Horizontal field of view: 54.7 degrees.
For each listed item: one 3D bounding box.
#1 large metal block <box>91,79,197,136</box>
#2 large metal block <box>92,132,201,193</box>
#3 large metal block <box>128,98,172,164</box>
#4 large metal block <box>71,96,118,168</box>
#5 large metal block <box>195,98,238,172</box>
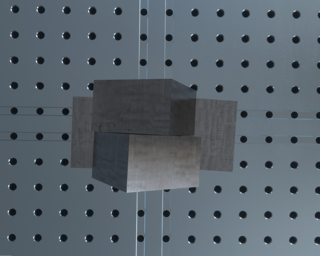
[{"bbox_3d":[-0.013,-0.019,0.322,0.080,0.080,0.050,3,90,22],"label":"large metal block"},{"bbox_3d":[-0.016,0.031,0.319,0.081,0.080,0.050,3,90,-34],"label":"large metal block"},{"bbox_3d":[-0.006,0.005,0.399,0.081,0.050,0.079,3,90,-1],"label":"large metal block"},{"bbox_3d":[-0.073,0.005,0.385,0.050,0.080,0.079,2,90,0],"label":"large metal block"},{"bbox_3d":[0.059,0.008,0.386,0.050,0.080,0.079,4,90,0],"label":"large metal block"}]
